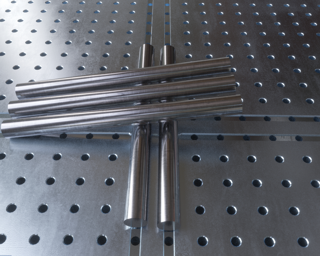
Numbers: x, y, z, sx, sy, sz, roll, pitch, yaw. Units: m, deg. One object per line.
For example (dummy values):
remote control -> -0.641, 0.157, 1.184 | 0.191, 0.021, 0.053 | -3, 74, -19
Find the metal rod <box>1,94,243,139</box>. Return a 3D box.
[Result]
metal rod -> -0.051, -0.014, 0.391 | 0.302, 0.025, 0.025 | -6, 50, 5

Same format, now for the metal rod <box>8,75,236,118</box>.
metal rod -> -0.053, -0.041, 0.415 | 0.302, 0.025, 0.025 | -6, 50, 5

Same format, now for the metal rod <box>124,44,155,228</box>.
metal rod -> -0.023, -0.015, 0.420 | 0.025, 0.025, 0.300 | 1, 50, 0

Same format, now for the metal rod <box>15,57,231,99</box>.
metal rod -> -0.054, -0.069, 0.438 | 0.302, 0.025, 0.025 | -6, 50, 4

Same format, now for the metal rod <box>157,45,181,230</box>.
metal rod -> 0.011, -0.013, 0.419 | 0.025, 0.025, 0.300 | 1, 50, 0
